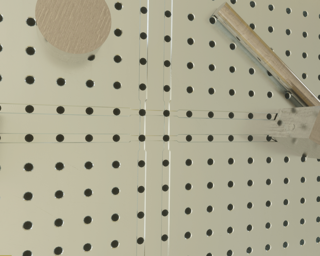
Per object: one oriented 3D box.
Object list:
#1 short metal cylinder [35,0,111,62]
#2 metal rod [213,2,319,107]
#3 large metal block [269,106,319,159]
[{"bbox_3d":[-0.102,-0.121,0.362,0.081,0.050,0.079,0,90,-21],"label":"short metal cylinder"},{"bbox_3d":[0.198,-0.081,0.487,0.301,0.025,0.025,39,77,-16],"label":"metal rod"},{"bbox_3d":[0.231,0.009,0.471,0.080,0.080,0.050,28,81,-18],"label":"large metal block"}]
